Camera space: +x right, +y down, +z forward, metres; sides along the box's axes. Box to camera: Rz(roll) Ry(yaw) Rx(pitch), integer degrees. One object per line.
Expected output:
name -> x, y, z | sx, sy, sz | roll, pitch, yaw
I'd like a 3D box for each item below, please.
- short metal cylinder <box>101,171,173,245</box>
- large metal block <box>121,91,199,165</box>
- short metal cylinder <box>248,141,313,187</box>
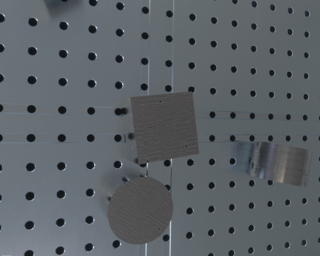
short metal cylinder -> -0.030, 0.097, 0.389 | 0.081, 0.050, 0.079 | 0, 90, -20
large metal block -> -0.001, -0.002, 0.399 | 0.081, 0.050, 0.079 | -8, 93, -20
short metal cylinder -> 0.173, 0.052, 0.448 | 0.081, 0.080, 0.050 | 13, 86, -20
